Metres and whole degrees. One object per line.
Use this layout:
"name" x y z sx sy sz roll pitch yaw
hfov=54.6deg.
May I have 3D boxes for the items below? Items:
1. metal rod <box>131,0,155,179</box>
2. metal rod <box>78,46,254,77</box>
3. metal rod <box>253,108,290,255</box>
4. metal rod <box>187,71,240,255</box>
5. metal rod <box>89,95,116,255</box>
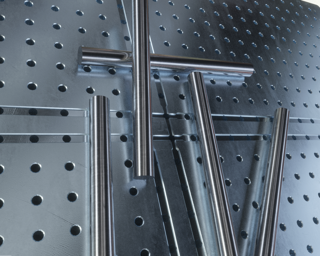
"metal rod" -0.025 -0.082 0.415 0.025 0.025 0.299 7 67 -24
"metal rod" 0.027 -0.100 0.482 0.302 0.025 0.025 -2 63 -29
"metal rod" 0.162 0.081 0.444 0.025 0.025 0.301 31 52 -8
"metal rod" 0.069 0.050 0.414 0.025 0.025 0.299 8 58 -24
"metal rod" -0.059 0.097 0.316 0.025 0.025 0.299 7 59 -25
